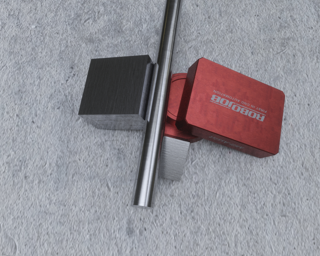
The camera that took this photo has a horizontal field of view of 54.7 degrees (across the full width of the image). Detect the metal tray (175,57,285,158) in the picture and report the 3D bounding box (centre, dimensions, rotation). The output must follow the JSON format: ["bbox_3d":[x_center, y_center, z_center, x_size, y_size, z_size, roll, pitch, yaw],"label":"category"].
[{"bbox_3d":[0.092,-0.023,0.392,0.131,0.030,0.090,19,71,-15],"label":"metal tray"}]

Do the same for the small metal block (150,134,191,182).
[{"bbox_3d":[0.007,0.034,0.387,0.050,0.025,0.050,15,96,6],"label":"small metal block"}]

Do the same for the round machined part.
[{"bbox_3d":[0.032,-0.031,0.412,0.099,0.042,0.098,0,70,0],"label":"round machined part"}]

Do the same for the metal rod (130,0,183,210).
[{"bbox_3d":[0.001,-0.053,0.384,0.025,0.025,0.299,7,68,2],"label":"metal rod"}]

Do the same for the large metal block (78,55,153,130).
[{"bbox_3d":[-0.049,-0.044,0.400,0.080,0.050,0.080,0,69,19],"label":"large metal block"}]
